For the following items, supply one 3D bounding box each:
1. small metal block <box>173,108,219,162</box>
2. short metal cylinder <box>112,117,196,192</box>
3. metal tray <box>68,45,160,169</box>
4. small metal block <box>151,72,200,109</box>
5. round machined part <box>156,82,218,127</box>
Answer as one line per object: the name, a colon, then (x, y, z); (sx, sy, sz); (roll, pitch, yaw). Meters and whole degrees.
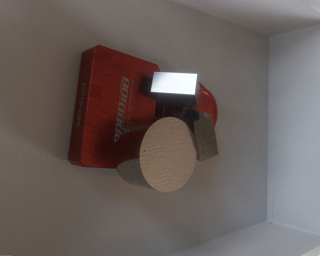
small metal block: (0.043, 0.007, 0.375); (0.025, 0.050, 0.050); (-19, 110, -20)
short metal cylinder: (-0.005, 0.028, 0.347); (0.081, 0.050, 0.079); (0, 90, -40)
metal tray: (-0.050, -0.019, 0.358); (0.091, 0.030, 0.129); (10, 84, -40)
small metal block: (0.021, -0.045, 0.374); (0.050, 0.050, 0.025); (54, 43, -71)
round machined part: (0.043, -0.021, 0.431); (0.099, 0.042, 0.097); (0, 90, -40)
